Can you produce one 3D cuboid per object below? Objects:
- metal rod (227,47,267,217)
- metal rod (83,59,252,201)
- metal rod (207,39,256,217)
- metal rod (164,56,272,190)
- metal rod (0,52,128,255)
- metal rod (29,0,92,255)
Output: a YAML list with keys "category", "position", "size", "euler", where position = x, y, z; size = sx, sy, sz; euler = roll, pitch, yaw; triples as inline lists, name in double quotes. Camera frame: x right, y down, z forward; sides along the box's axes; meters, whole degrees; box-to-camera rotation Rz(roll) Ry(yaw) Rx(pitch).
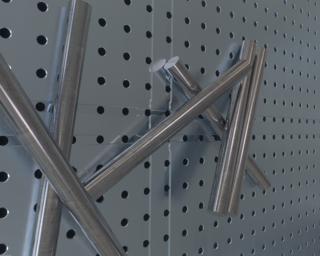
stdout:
- category: "metal rod"
  position: [0.137, -0.009, 0.493]
  size: [0.025, 0.025, 0.300]
  euler: [38, 58, -34]
- category: "metal rod"
  position: [0.022, -0.008, 0.402]
  size: [0.301, 0.025, 0.025]
  euler: [-38, 114, -26]
- category: "metal rod"
  position: [0.114, -0.016, 0.471]
  size: [0.025, 0.025, 0.300]
  euler: [36, 58, -34]
- category: "metal rod"
  position: [0.104, 0.007, 0.494]
  size: [0.300, 0.025, 0.025]
  euler: [47, 62, -30]
- category: "metal rod"
  position: [-0.085, 0.065, 0.305]
  size: [0.025, 0.025, 0.299]
  euler: [-42, 125, -32]
- category: "metal rod"
  position: [-0.104, 0.015, 0.321]
  size: [0.025, 0.025, 0.299]
  euler: [11, 83, -39]
